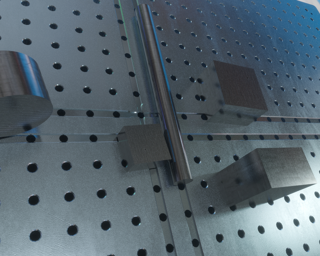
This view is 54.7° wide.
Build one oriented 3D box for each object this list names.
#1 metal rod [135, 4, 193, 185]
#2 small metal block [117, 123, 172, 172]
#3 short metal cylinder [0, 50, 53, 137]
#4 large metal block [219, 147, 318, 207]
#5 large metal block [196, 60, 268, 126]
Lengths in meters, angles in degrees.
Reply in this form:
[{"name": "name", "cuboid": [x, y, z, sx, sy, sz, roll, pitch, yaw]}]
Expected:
[{"name": "metal rod", "cuboid": [0.000, -0.064, 0.449, 0.025, 0.025, 0.299, 2, 61, -28]}, {"name": "small metal block", "cuboid": [-0.020, 0.024, 0.384, 0.050, 0.025, 0.050, -5, 64, -31]}, {"name": "short metal cylinder", "cuboid": [-0.155, -0.031, 0.309, 0.081, 0.080, 0.050, -13, 69, -34]}, {"name": "large metal block", "cuboid": [0.140, 0.065, 0.411, 0.081, 0.080, 0.050, 1, 61, -28]}, {"name": "large metal block", "cuboid": [0.111, -0.053, 0.487, 0.081, 0.050, 0.080, 5, 59, -26]}]
